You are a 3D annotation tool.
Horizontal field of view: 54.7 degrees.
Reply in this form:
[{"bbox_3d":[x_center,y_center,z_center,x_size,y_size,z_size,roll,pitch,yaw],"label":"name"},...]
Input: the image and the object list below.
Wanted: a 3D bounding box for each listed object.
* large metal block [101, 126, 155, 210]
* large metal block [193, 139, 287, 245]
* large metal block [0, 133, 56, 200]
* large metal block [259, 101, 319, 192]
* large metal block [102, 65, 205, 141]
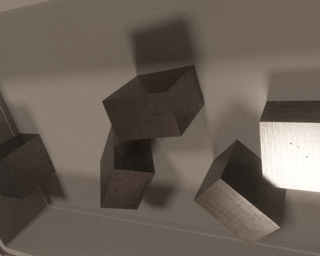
[{"bbox_3d":[-0.048,0.053,0.420,0.050,0.080,0.079,9,130,-19],"label":"large metal block"},{"bbox_3d":[0.098,0.073,0.366,0.080,0.080,0.050,39,129,1],"label":"large metal block"},{"bbox_3d":[-0.241,0.064,0.536,0.050,0.080,0.079,1,119,27],"label":"large metal block"},{"bbox_3d":[0.152,0.018,0.324,0.080,0.050,0.079,2,119,27],"label":"large metal block"},{"bbox_3d":[-0.004,-0.029,0.356,0.080,0.080,0.050,-5,116,30],"label":"large metal block"}]
